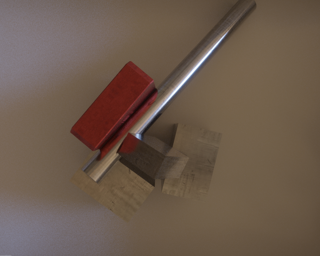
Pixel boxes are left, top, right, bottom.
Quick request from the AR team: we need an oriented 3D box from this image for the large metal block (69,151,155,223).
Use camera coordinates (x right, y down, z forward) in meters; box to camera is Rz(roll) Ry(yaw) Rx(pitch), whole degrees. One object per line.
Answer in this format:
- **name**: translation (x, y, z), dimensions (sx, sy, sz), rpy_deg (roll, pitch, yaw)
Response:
- **large metal block**: translation (-0.053, 0.062, 0.383), dimensions (0.080, 0.080, 0.050), rpy_deg (36, 90, -1)

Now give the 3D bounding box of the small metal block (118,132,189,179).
- **small metal block**: translation (-0.006, 0.029, 0.323), dimensions (0.050, 0.050, 0.025), rpy_deg (30, 99, 31)

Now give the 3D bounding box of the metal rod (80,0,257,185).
- **metal rod**: translation (0.022, -0.057, 0.365), dimensions (0.025, 0.025, 0.301), rpy_deg (42, 72, 0)

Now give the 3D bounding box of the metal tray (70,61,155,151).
- **metal tray**: translation (-0.045, -0.022, 0.357), dimensions (0.030, 0.130, 0.090), rpy_deg (40, 91, 0)

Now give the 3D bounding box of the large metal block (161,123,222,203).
- **large metal block**: translation (0.035, 0.039, 0.384), dimensions (0.050, 0.080, 0.080), rpy_deg (14, 90, 0)
